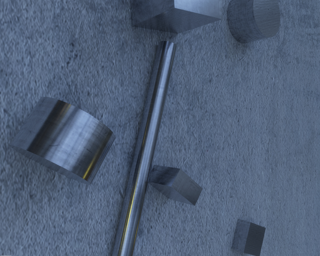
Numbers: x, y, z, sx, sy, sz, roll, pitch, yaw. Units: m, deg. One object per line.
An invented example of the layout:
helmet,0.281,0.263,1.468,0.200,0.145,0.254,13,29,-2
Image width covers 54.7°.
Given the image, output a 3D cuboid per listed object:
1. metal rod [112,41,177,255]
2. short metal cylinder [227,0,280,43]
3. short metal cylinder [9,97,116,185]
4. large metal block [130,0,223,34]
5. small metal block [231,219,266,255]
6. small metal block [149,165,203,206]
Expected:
metal rod,-0.020,0.034,0.387,0.025,0.025,0.299,20,78,-38
short metal cylinder,0.158,-0.187,0.520,0.081,0.050,0.080,0,90,-40
short metal cylinder,-0.090,0.014,0.294,0.080,0.080,0.050,38,67,-34
large metal block,0.019,-0.156,0.384,0.081,0.080,0.050,-6,94,-40
small metal block,0.153,0.189,0.533,0.050,0.025,0.050,29,72,-36
small metal block,0.018,0.074,0.404,0.050,0.050,0.025,44,64,-31
